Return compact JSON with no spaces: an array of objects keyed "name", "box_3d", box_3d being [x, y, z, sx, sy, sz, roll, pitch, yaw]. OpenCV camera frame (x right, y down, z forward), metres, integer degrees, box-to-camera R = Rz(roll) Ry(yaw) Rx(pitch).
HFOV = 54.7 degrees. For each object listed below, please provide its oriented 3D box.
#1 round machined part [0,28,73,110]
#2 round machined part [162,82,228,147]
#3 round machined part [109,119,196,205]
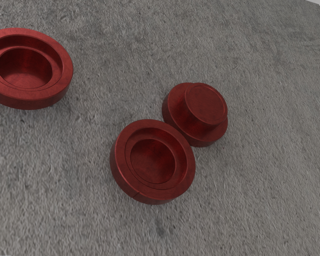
[{"name":"round machined part","box_3d":[-0.152,-0.061,0.348,0.099,0.042,0.098,14,56,-21]},{"name":"round machined part","box_3d":[0.056,-0.025,0.438,0.099,0.042,0.098,14,56,-21]},{"name":"round machined part","box_3d":[-0.011,0.042,0.361,0.099,0.042,0.098,14,56,-21]}]
